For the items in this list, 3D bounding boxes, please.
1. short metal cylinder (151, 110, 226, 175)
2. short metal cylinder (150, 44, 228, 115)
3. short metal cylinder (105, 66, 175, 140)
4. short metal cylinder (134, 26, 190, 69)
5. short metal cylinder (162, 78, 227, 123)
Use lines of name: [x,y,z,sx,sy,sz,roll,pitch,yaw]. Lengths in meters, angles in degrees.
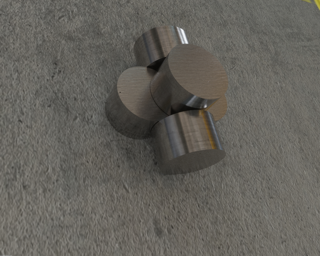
short metal cylinder: [0.034,0.020,0.378,0.081,0.080,0.050,0,62,-29]
short metal cylinder: [0.035,-0.055,0.378,0.081,0.050,0.080,14,56,-21]
short metal cylinder: [-0.024,-0.031,0.396,0.081,0.050,0.080,14,56,-21]
short metal cylinder: [0.007,-0.096,0.434,0.081,0.080,0.050,0,62,-29]
short metal cylinder: [0.046,-0.032,0.435,0.081,0.050,0.080,14,56,-21]
